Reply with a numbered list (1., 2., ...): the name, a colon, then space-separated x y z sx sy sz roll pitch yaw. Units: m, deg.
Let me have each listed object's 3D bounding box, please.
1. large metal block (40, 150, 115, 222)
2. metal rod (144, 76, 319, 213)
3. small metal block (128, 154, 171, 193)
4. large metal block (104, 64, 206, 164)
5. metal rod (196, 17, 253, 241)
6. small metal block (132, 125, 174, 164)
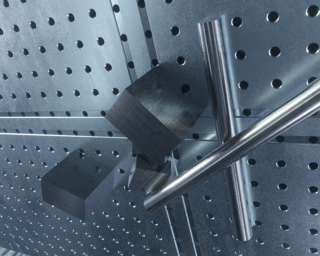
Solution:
1. large metal block: -0.131 0.091 0.501 0.080 0.080 0.050 21 126 16
2. metal rod: 0.071 0.036 0.361 0.025 0.025 0.299 45 130 -3
3. small metal block: -0.015 0.068 0.447 0.050 0.025 0.050 12 132 -11
4. large metal block: -0.003 -0.018 0.366 0.080 0.080 0.050 43 129 -1
5. metal rod: 0.084 0.021 0.379 0.025 0.025 0.298 0 118 28
6. small metal block: -0.010 0.015 0.426 0.050 0.025 0.050 17 125 18
